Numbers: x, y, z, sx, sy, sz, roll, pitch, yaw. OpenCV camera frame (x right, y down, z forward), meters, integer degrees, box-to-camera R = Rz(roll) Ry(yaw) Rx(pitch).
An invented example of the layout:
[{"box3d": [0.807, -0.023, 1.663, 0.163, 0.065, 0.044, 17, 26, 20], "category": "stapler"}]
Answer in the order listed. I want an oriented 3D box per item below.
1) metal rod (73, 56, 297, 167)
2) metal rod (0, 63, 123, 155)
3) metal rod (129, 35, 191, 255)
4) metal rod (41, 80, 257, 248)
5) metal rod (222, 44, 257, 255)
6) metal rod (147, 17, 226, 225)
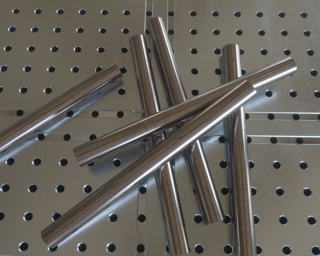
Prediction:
[{"box3d": [0.038, -0.024, 0.393, 0.302, 0.025, 0.025, -24, 72, -9], "category": "metal rod"}, {"box3d": [-0.181, 0.002, 0.410, 0.301, 0.025, 0.025, -35, 74, -12], "category": "metal rod"}, {"box3d": [-0.005, 0.008, 0.408, 0.025, 0.025, 0.299, -10, 70, -4], "category": "metal rod"}, {"box3d": [-0.011, 0.041, 0.371, 0.301, 0.025, 0.025, -37, 74, -3], "category": "metal rod"}, {"box3d": [0.101, 0.024, 0.403, 0.025, 0.025, 0.299, 1, 70, 0], "category": "metal rod"}, {"box3d": [0.030, -0.023, 0.420, 0.025, 0.025, 0.299, -13, 71, -5], "category": "metal rod"}]
